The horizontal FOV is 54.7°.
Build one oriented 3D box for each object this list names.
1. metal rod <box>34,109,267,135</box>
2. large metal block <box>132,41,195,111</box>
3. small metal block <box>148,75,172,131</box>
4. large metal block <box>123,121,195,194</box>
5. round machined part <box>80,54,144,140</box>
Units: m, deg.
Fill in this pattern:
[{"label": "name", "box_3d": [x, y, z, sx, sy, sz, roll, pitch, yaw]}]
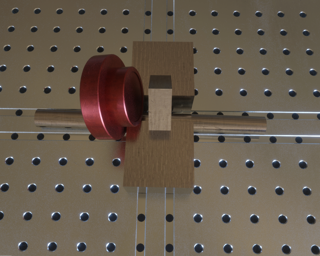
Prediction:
[{"label": "metal rod", "box_3d": [-0.012, -0.008, 0.414, 0.302, 0.025, 0.025, 2, 70, 0]}, {"label": "large metal block", "box_3d": [0.004, -0.070, 0.424, 0.081, 0.050, 0.080, 1, 70, 0]}, {"label": "small metal block", "box_3d": [0.000, -0.031, 0.363, 0.025, 0.050, 0.050, 1, 26, 0]}, {"label": "large metal block", "box_3d": [0.000, 0.037, 0.385, 0.081, 0.050, 0.080, 1, 70, 0]}, {"label": "round machined part", "box_3d": [-0.048, -0.035, 0.355, 0.042, 0.098, 0.098, -1, 69, 15]}]
